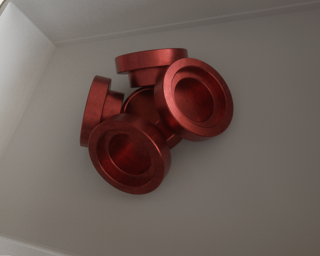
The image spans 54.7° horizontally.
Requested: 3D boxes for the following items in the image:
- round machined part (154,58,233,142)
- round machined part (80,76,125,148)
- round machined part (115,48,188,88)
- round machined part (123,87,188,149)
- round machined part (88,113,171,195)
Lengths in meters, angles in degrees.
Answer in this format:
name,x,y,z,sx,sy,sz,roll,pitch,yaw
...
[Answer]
name,x,y,z,sx,sy,sz,roll,pitch,yaw
round machined part,0.036,-0.030,0.369,0.042,0.099,0.098,-33,40,55
round machined part,-0.075,-0.019,0.418,0.042,0.098,0.098,12,62,-8
round machined part,-0.010,-0.079,0.420,0.098,0.098,0.042,-3,98,26
round machined part,-0.012,-0.017,0.408,0.098,0.042,0.098,-13,56,20
round machined part,-0.032,0.027,0.367,0.098,0.097,0.042,-1,25,27
